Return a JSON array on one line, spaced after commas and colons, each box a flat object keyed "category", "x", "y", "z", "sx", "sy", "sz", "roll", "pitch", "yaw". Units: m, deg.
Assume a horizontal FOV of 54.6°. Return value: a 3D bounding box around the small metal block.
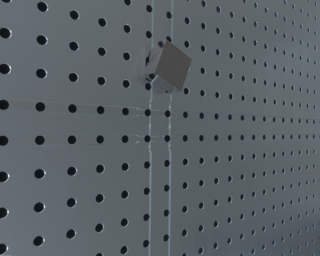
[{"category": "small metal block", "x": 0.011, "y": -0.082, "z": 0.417, "sx": 0.050, "sy": 0.025, "sz": 0.050, "roll": 29, "pitch": 72, "yaw": -36}]
